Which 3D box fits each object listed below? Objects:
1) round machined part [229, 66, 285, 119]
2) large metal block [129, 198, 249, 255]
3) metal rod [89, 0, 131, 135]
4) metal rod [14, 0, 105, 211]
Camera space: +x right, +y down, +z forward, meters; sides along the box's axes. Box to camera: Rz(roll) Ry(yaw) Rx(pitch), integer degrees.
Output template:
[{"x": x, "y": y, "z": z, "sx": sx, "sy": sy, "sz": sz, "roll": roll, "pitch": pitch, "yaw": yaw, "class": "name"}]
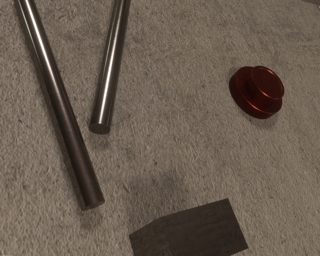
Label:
[{"x": 0.171, "y": -0.067, "z": 0.529, "sx": 0.099, "sy": 0.042, "sz": 0.098, "roll": 14, "pitch": 56, "yaw": -21, "class": "round machined part"}, {"x": 0.025, "y": 0.115, "z": 0.314, "sx": 0.081, "sy": 0.080, "sz": 0.050, "roll": -6, "pitch": 65, "yaw": -31, "class": "large metal block"}, {"x": -0.064, "y": -0.125, "z": 0.446, "sx": 0.025, "sy": 0.025, "sz": 0.300, "roll": 16, "pitch": 55, "yaw": -19, "class": "metal rod"}, {"x": -0.126, "y": -0.049, "z": 0.366, "sx": 0.025, "sy": 0.025, "sz": 0.299, "roll": -11, "pitch": 68, "yaw": -33, "class": "metal rod"}]
